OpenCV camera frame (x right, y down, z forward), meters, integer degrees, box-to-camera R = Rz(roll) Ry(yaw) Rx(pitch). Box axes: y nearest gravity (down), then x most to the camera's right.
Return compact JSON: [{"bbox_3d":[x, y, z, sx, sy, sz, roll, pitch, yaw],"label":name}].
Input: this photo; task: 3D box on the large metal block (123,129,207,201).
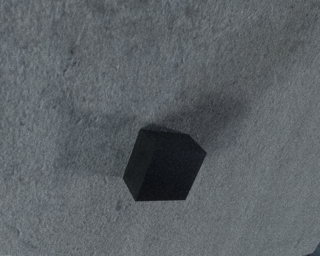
[{"bbox_3d":[0.005,0.052,0.425,0.081,0.050,0.080,7,115,-32],"label":"large metal block"}]
